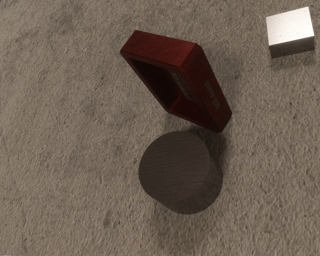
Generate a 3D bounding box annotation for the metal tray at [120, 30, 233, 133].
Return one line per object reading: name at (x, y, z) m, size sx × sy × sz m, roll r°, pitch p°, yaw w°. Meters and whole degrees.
metal tray at (0.023, -0.049, 0.354) m, size 0.090 × 0.130 × 0.030 m, roll 25°, pitch 75°, yaw 36°

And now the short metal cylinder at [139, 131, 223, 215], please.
short metal cylinder at (0.024, 0.050, 0.344) m, size 0.080 × 0.050 × 0.080 m, roll -13°, pitch 56°, yaw 20°

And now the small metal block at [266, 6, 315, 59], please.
small metal block at (0.164, -0.120, 0.391) m, size 0.050 × 0.025 × 0.050 m, roll -8°, pitch 58°, yaw 23°
